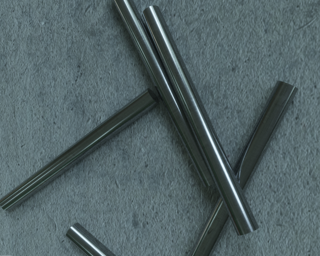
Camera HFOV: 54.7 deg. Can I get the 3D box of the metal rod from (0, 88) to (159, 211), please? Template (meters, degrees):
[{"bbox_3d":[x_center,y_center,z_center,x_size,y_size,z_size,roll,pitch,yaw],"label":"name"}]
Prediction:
[{"bbox_3d":[-0.127,0.039,0.453,0.300,0.025,0.025,-35,79,16],"label":"metal rod"}]

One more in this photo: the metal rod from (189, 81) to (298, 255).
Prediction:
[{"bbox_3d":[0.086,0.085,0.378,0.025,0.025,0.298,27,99,18],"label":"metal rod"}]

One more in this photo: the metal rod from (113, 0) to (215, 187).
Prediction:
[{"bbox_3d":[0.002,-0.065,0.408,0.025,0.025,0.299,-28,81,18],"label":"metal rod"}]

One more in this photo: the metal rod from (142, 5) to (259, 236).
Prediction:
[{"bbox_3d":[0.043,-0.021,0.377,0.025,0.025,0.299,-27,75,18],"label":"metal rod"}]

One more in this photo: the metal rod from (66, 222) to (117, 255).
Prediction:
[{"bbox_3d":[-0.009,0.230,0.412,0.300,0.025,0.025,34,101,16],"label":"metal rod"}]
